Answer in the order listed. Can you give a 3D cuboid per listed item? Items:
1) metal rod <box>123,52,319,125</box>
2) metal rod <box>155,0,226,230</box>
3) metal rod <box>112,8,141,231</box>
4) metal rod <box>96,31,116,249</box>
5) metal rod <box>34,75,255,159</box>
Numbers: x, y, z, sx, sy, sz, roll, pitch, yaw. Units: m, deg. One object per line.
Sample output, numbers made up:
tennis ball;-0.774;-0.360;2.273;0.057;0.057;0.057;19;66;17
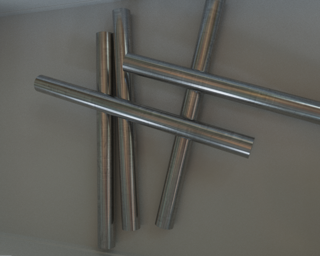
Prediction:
metal rod;0.100;-0.039;0.355;0.301;0.025;0.025;17;96;11
metal rod;0.038;-0.017;0.396;0.025;0.025;0.298;14;95;19
metal rod;-0.046;-0.012;0.425;0.025;0.025;0.298;-3;89;19
metal rod;-0.076;0.017;0.436;0.025;0.025;0.298;-1;90;19
metal rod;-0.034;-0.020;0.393;0.301;0.025;0.025;18;96;18
